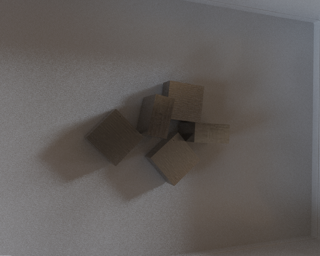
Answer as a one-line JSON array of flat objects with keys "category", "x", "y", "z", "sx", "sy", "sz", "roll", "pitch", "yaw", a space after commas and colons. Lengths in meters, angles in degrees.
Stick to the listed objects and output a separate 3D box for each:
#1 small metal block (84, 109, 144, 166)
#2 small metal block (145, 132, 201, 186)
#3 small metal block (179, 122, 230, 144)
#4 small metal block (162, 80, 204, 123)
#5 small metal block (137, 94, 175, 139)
[{"category": "small metal block", "x": -0.058, "y": 0.012, "z": 0.388, "sx": 0.050, "sy": 0.025, "sz": 0.050, "roll": -47, "pitch": 105, "yaw": -14}, {"category": "small metal block", "x": 0.017, "y": 0.041, "z": 0.416, "sx": 0.050, "sy": 0.025, "sz": 0.050, "roll": -43, "pitch": 104, "yaw": -15}, {"category": "small metal block", "x": 0.058, "y": 0.007, "z": 0.418, "sx": 0.050, "sy": 0.050, "sz": 0.025, "roll": 3, "pitch": 89, "yaw": -20}, {"category": "small metal block", "x": 0.029, "y": -0.034, "z": 0.421, "sx": 0.050, "sy": 0.025, "sz": 0.050, "roll": 7, "pitch": 88, "yaw": -20}, {"category": "small metal block", "x": -0.007, "y": -0.014, "z": 0.393, "sx": 0.025, "sy": 0.050, "sz": 0.050, "roll": 13, "pitch": 86, "yaw": -20}]
